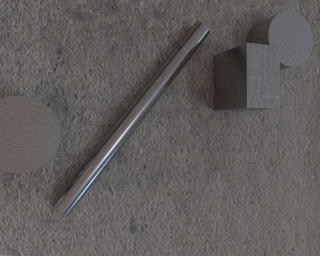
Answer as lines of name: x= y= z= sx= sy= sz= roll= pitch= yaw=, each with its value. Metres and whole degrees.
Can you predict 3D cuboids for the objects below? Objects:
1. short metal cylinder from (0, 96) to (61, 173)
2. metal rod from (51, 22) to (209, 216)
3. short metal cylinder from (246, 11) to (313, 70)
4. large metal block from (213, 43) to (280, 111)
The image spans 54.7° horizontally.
short metal cylinder: x=-0.152 y=0.006 z=0.340 sx=0.081 sy=0.050 sz=0.079 roll=0 pitch=90 yaw=-21
metal rod: x=-0.030 y=-0.021 z=0.398 sx=0.025 sy=0.025 sz=0.300 roll=41 pitch=77 yaw=-16
short metal cylinder: x=0.178 y=-0.127 z=0.463 sx=0.081 sy=0.050 sz=0.079 roll=0 pitch=90 yaw=-21
large metal block: x=0.116 y=-0.065 z=0.424 sx=0.050 sy=0.080 sz=0.079 roll=0 pitch=90 yaw=-20
